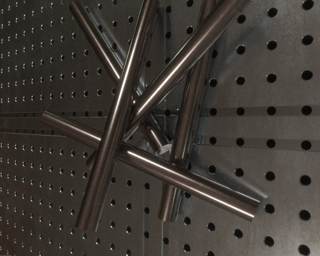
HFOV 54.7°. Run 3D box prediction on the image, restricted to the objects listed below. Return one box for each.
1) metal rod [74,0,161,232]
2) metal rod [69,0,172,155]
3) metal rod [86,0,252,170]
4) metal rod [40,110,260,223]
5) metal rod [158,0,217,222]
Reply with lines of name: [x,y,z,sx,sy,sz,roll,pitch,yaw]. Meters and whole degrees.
metal rod: [-0.047,-0.028,0.380,0.025,0.025,0.299,2,71,39]
metal rod: [-0.068,-0.088,0.462,0.025,0.025,0.299,-46,63,30]
metal rod: [-0.007,-0.040,0.379,0.299,0.025,0.025,-46,63,30]
metal rod: [-0.029,0.037,0.381,0.301,0.025,0.025,21,104,22]
metal rod: [0.038,-0.029,0.376,0.025,0.025,0.298,18,101,38]
